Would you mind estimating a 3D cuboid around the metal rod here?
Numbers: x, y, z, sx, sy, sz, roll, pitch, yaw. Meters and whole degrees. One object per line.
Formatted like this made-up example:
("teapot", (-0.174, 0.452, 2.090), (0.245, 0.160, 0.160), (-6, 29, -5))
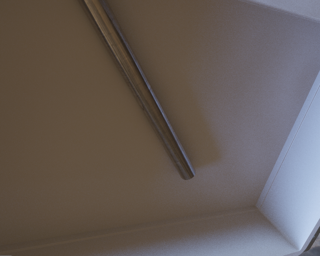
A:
("metal rod", (-0.014, -0.032, 0.382), (0.025, 0.025, 0.299), (-34, 129, -6))
